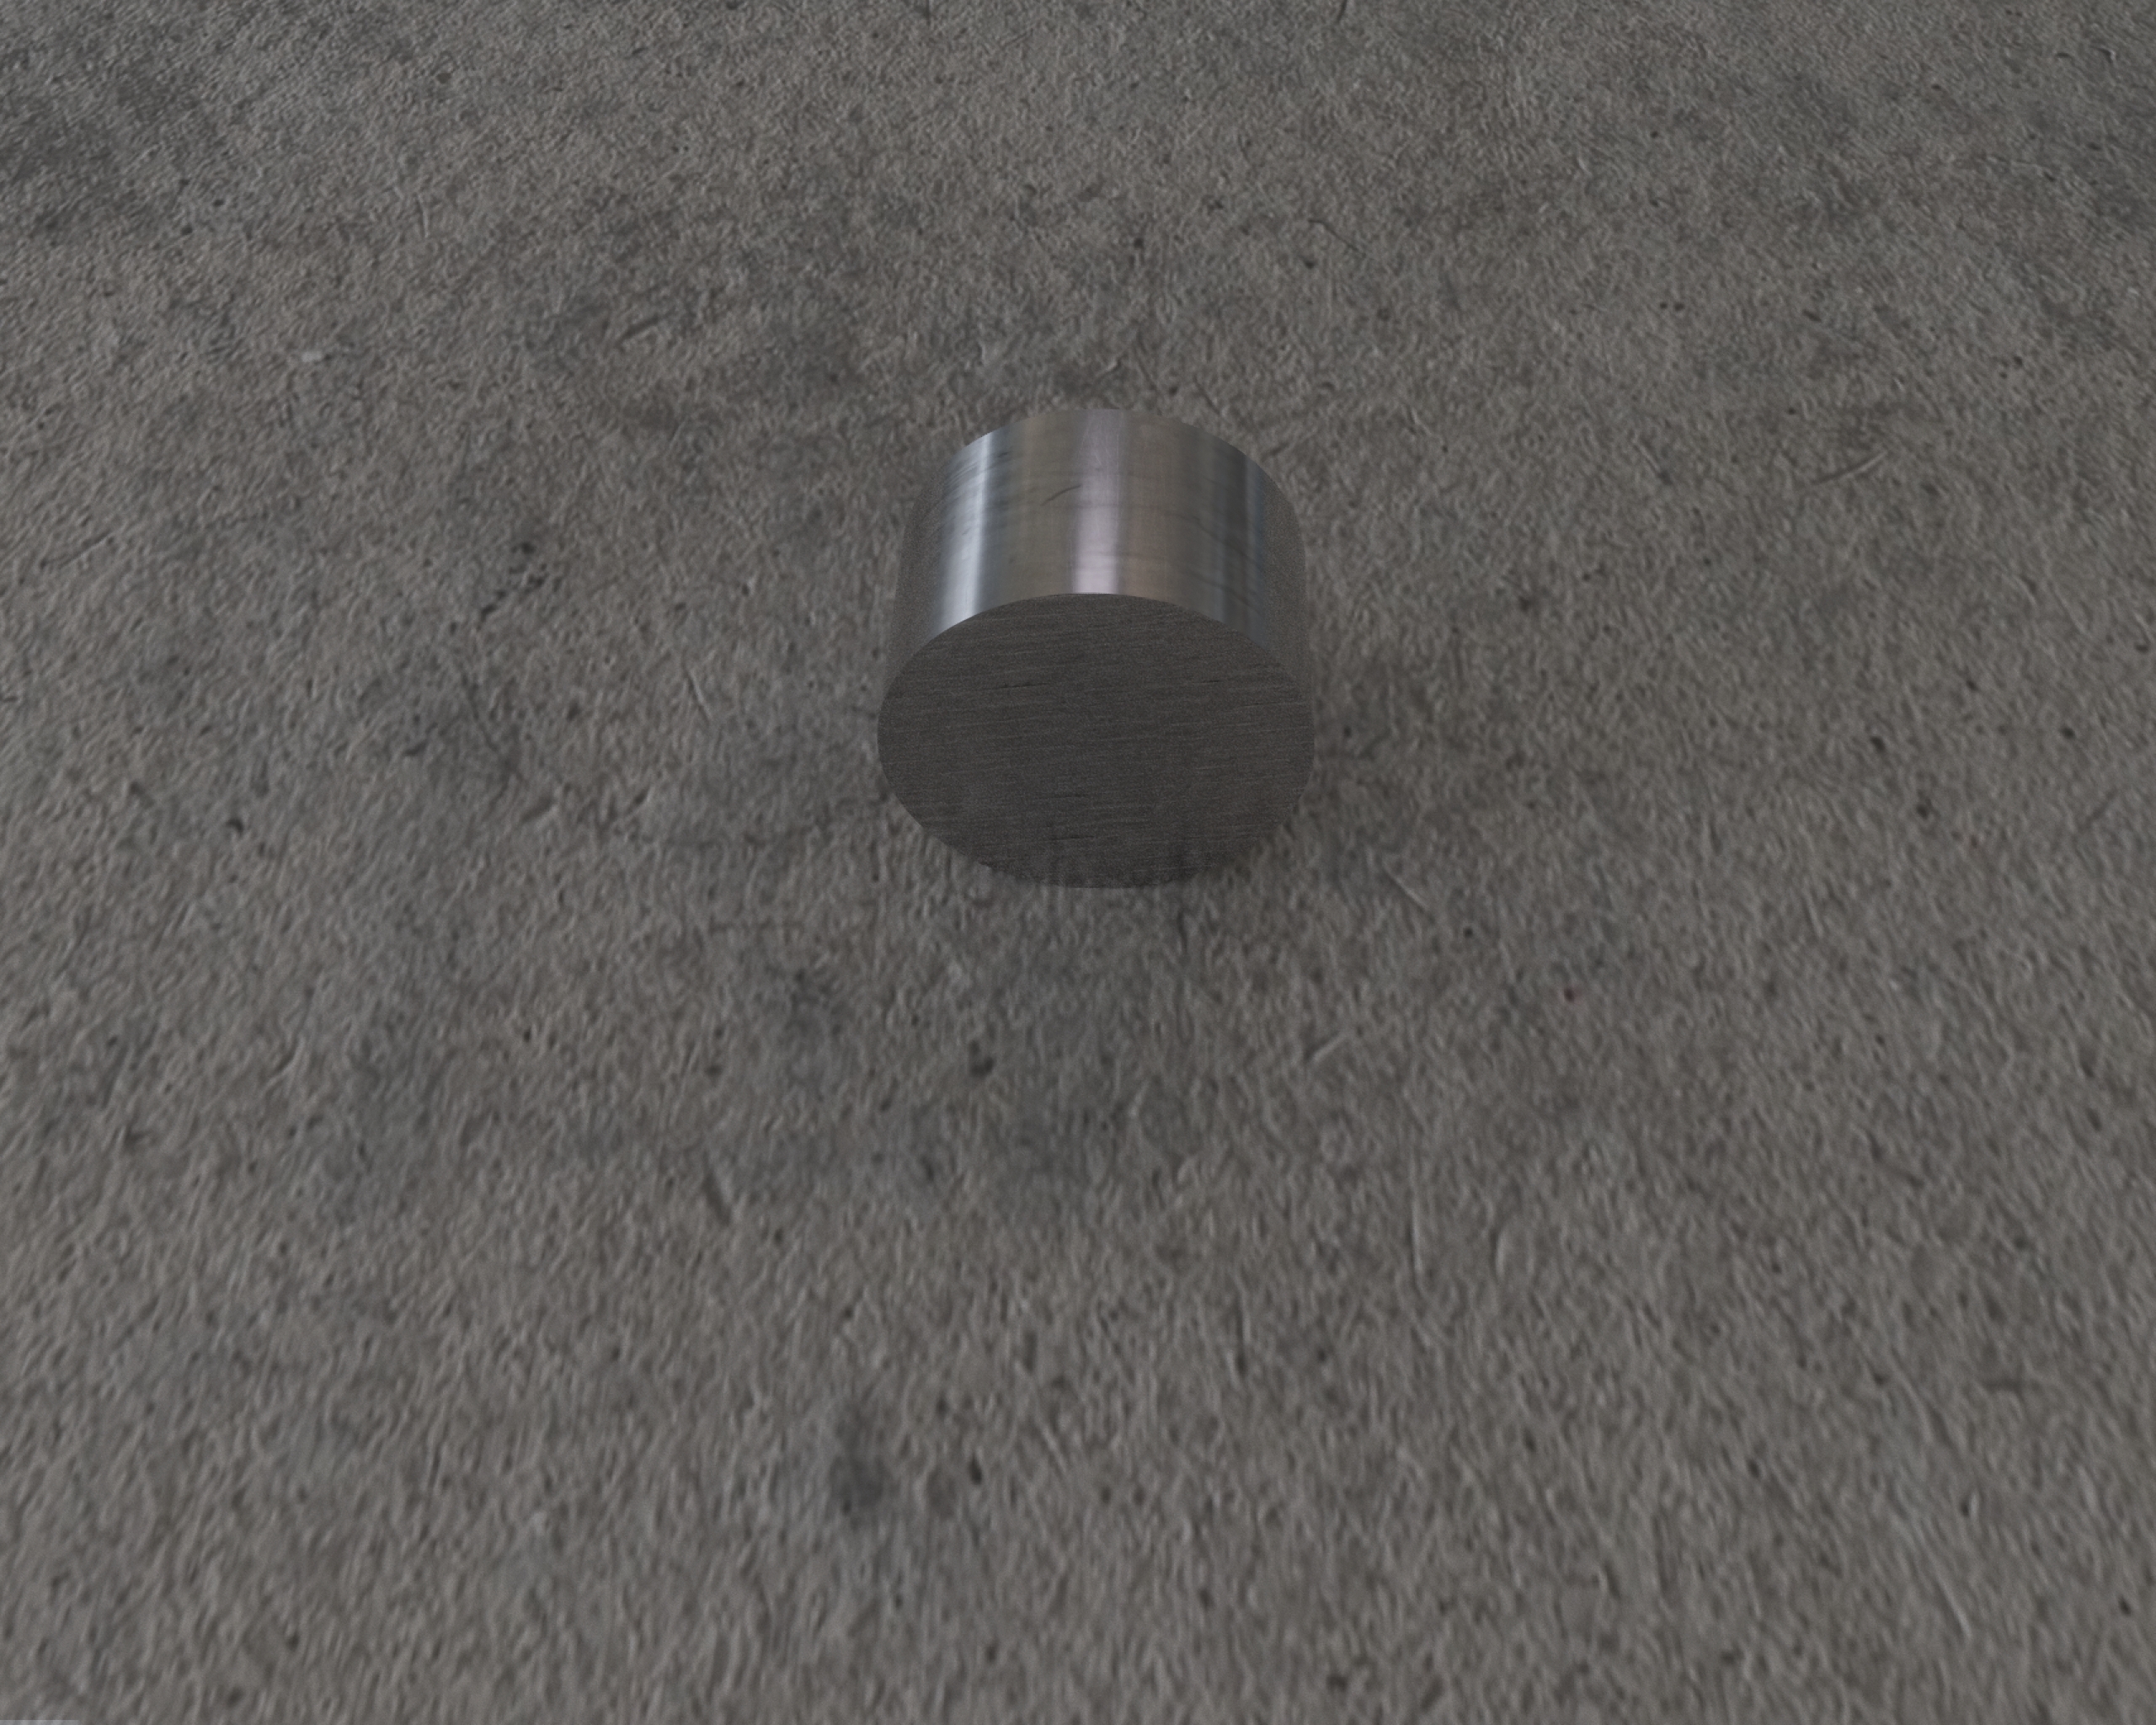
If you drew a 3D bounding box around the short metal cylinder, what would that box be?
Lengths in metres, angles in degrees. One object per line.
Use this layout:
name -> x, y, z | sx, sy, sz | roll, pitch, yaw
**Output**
short metal cylinder -> 0.004, -0.039, 0.401 | 0.080, 0.080, 0.050 | 1, 50, 1
